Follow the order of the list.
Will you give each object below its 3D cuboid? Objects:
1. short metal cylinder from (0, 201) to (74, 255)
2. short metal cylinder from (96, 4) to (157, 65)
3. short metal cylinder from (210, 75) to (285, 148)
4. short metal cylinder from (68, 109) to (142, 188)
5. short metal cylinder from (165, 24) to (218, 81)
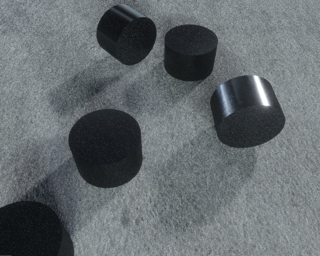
[{"bbox_3d":[-0.126,0.116,0.288,0.081,0.050,0.080,0,50,0],"label":"short metal cylinder"},{"bbox_3d":[-0.052,-0.147,0.490,0.080,0.080,0.050,-35,59,-26],"label":"short metal cylinder"},{"bbox_3d":[0.107,-0.019,0.385,0.081,0.080,0.050,-3,50,-3],"label":"short metal cylinder"},{"bbox_3d":[-0.062,0.024,0.366,0.081,0.050,0.080,0,50,0],"label":"short metal cylinder"},{"bbox_3d":[0.047,-0.119,0.488,0.081,0.050,0.080,0,50,0],"label":"short metal cylinder"}]
